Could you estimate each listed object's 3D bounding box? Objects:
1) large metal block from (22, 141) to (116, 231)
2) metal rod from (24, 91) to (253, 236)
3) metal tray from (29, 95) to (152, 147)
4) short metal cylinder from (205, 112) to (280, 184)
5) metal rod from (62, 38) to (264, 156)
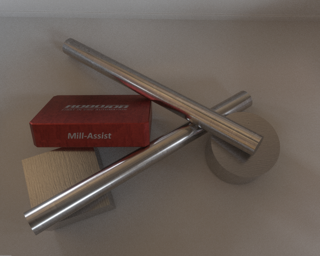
[{"bbox_3d":[-0.105,0.068,0.365,0.081,0.050,0.080,-18,71,-7],"label":"large metal block"},{"bbox_3d":[-0.004,0.026,0.359,0.302,0.025,0.025,-29,72,-25],"label":"metal rod"},{"bbox_3d":[-0.077,-0.011,0.379,0.131,0.030,0.090,0,26,1],"label":"metal tray"},{"bbox_3d":[0.100,0.026,0.385,0.081,0.050,0.080,0,70,0],"label":"short metal cylinder"},{"bbox_3d":[-0.013,-0.050,0.395,0.300,0.025,0.025,30,72,23],"label":"metal rod"}]
